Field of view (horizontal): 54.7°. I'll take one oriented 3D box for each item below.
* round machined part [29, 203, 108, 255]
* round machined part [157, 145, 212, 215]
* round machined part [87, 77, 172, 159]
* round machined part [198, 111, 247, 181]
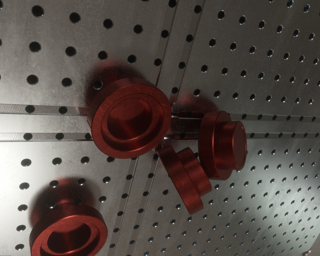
[{"bbox_3d":[-0.125,0.141,0.421,0.099,0.042,0.097,-14,125,-21],"label":"round machined part"},{"bbox_3d":[0.037,0.065,0.424,0.042,0.098,0.098,-28,129,-3],"label":"round machined part"},{"bbox_3d":[-0.039,-0.015,0.371,0.099,0.042,0.097,-14,125,-21],"label":"round machined part"},{"bbox_3d":[0.092,0.024,0.433,0.098,0.042,0.097,7,82,-60],"label":"round machined part"}]
